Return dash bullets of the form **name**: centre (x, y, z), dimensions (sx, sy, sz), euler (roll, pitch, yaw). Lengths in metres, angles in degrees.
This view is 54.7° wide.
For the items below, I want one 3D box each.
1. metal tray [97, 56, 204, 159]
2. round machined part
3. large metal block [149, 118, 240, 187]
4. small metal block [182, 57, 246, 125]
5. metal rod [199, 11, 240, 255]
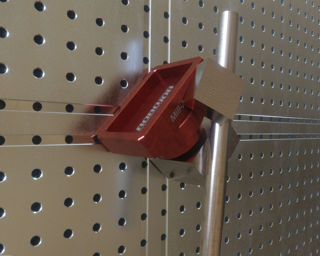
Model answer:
- **metal tray**: centre (-0.005, -0.026, 0.364), dimensions (0.030, 0.090, 0.130), euler (51, 60, -28)
- **round machined part**: centre (0.012, -0.001, 0.379), dimensions (0.042, 0.098, 0.098), euler (50, 60, -29)
- **large metal block**: centre (0.045, 0.027, 0.410), dimensions (0.050, 0.080, 0.080), euler (51, 60, -29)
- **small metal block**: centre (0.058, -0.039, 0.332), dimensions (0.050, 0.025, 0.050), euler (27, 70, -17)
- **metal rod**: centre (0.070, 0.011, 0.366), dimensions (0.025, 0.025, 0.298), euler (9, 84, -40)
